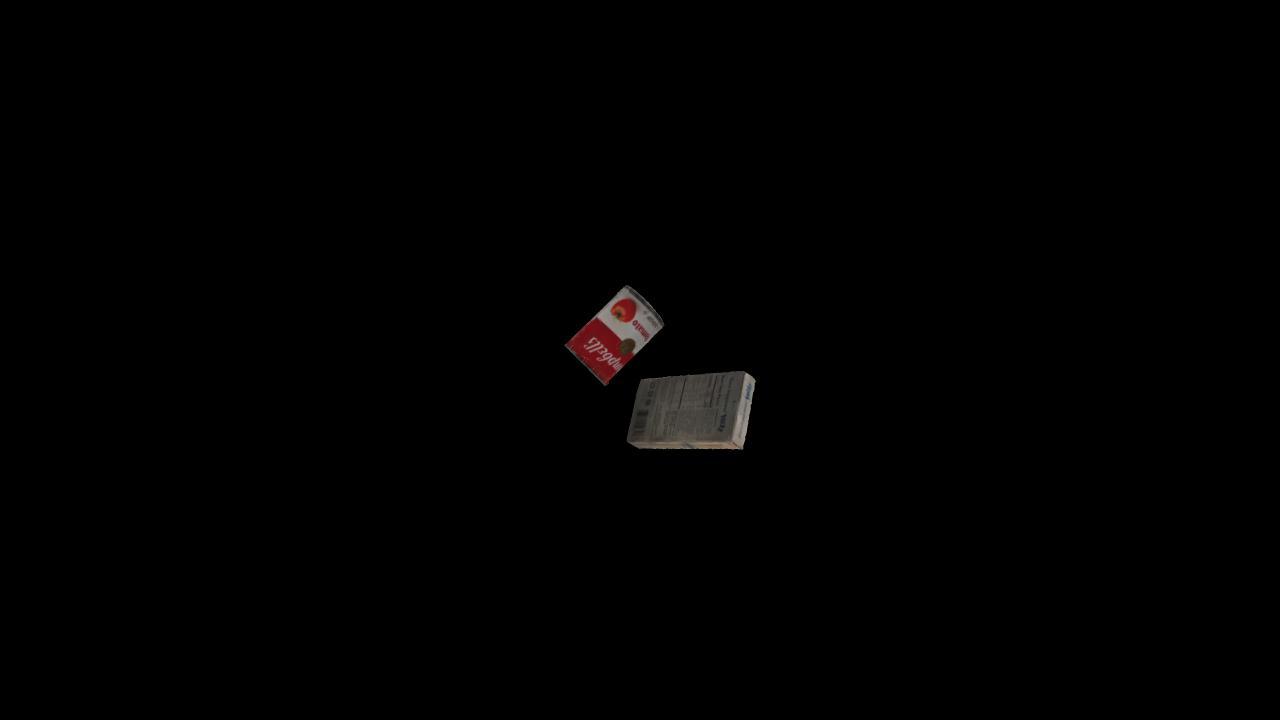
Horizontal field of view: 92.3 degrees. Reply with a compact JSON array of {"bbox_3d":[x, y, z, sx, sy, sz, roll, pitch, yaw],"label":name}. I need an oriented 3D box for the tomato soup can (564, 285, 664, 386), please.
[{"bbox_3d":[-0.028,-0.029,0.715,0.068,0.101,0.068,45,-4,4],"label":"tomato soup can"}]

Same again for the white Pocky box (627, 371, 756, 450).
[{"bbox_3d":[0.054,0.059,0.702,0.154,0.084,0.028,-7,-29,42],"label":"white Pocky box"}]
